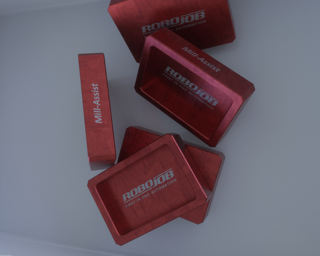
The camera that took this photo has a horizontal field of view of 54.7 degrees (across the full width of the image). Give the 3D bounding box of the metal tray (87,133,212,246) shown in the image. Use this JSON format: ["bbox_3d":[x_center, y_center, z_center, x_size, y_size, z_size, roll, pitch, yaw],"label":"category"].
[{"bbox_3d":[-0.015,0.075,0.379,0.130,0.030,0.090,-32,80,17],"label":"metal tray"}]

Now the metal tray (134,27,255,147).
[{"bbox_3d":[0.034,-0.047,0.367,0.130,0.030,0.089,37,141,15],"label":"metal tray"}]

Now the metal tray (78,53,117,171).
[{"bbox_3d":[-0.080,-0.017,0.391,0.030,0.090,0.129,-6,76,-12],"label":"metal tray"}]

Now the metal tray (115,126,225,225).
[{"bbox_3d":[0.009,0.057,0.404,0.130,0.030,0.089,17,96,18],"label":"metal tray"}]

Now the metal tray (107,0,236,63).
[{"bbox_3d":[0.016,-0.132,0.369,0.130,0.090,0.030,-9,50,19],"label":"metal tray"}]
